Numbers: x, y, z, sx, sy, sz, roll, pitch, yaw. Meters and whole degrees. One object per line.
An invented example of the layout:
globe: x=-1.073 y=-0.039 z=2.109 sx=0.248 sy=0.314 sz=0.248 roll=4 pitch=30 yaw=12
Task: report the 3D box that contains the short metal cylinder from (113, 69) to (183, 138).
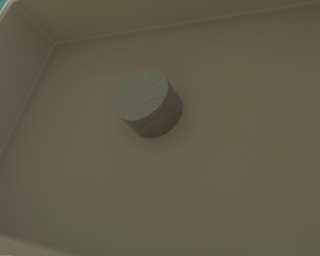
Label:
short metal cylinder: x=-0.016 y=-0.033 z=0.419 sx=0.080 sy=0.050 sz=0.080 roll=-13 pitch=56 yaw=21
